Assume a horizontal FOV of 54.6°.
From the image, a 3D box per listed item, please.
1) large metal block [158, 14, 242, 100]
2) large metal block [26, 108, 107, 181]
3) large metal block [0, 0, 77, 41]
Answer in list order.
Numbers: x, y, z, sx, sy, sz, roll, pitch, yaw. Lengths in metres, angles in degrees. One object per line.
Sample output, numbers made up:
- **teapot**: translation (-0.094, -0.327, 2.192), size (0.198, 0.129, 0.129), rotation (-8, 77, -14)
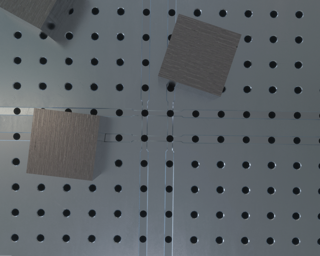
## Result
- **large metal block**: translation (0.048, -0.089, 0.401), size (0.080, 0.050, 0.080), rotation (18, 90, 0)
- **large metal block**: translation (-0.117, 0.020, 0.400), size (0.080, 0.050, 0.080), rotation (7, 90, 0)
- **large metal block**: translation (-0.160, -0.174, 0.400), size (0.080, 0.050, 0.080), rotation (29, 90, 0)
